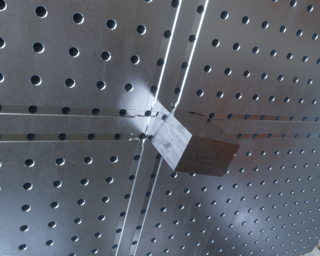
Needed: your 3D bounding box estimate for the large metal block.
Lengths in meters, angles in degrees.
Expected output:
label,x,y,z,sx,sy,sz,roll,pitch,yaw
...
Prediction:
label,x,y,z,sx,sy,sz,roll,pitch,yaw
large metal block,0.042,0.017,0.409,0.081,0.080,0.050,12,112,-33
